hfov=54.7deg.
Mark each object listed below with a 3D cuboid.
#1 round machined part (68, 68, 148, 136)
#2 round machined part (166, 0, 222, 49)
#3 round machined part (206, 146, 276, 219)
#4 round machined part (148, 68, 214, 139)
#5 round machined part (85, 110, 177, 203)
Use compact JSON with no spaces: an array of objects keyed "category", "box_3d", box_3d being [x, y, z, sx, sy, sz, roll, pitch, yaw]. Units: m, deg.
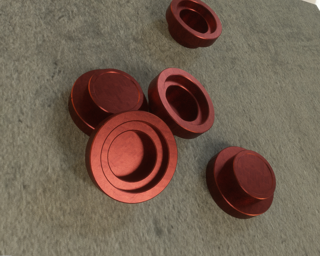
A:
[{"category":"round machined part","box_3d":[-0.059,-0.034,0.383,0.099,0.042,0.098,14,56,-21]},{"category":"round machined part","box_3d":[0.053,-0.176,0.531,0.099,0.042,0.098,14,56,-21]},{"category":"round machined part","box_3d":[0.114,0.068,0.415,0.099,0.042,0.098,14,56,-21]},{"category":"round machined part","box_3d":[0.023,-0.029,0.417,0.099,0.042,0.098,22,51,-30]},{"category":"round machined part","box_3d":[-0.034,0.030,0.341,0.099,0.042,0.097,0,89,-27]}]
